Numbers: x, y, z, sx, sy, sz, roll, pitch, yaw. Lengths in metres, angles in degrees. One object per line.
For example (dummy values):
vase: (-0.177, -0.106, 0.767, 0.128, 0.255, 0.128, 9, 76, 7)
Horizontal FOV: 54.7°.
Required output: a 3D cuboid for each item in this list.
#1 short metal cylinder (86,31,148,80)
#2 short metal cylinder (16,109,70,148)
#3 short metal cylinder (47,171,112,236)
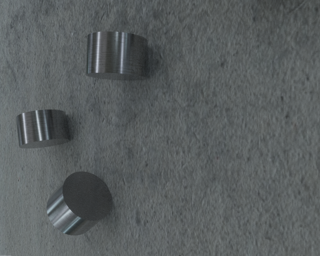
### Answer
short metal cylinder: (-0.057, -0.093, 0.414, 0.080, 0.081, 0.050, 4, 93, 39)
short metal cylinder: (-0.200, 0.003, 0.531, 0.080, 0.081, 0.050, -17, 79, 38)
short metal cylinder: (-0.120, 0.113, 0.466, 0.050, 0.081, 0.080, -44, 64, 31)
